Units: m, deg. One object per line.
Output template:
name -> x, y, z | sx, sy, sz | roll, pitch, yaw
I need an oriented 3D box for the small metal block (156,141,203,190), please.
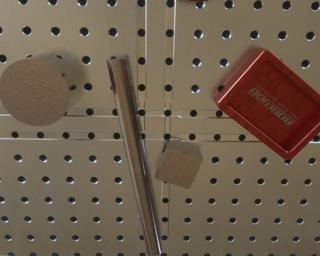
small metal block -> 0.026, 0.052, 0.433 | 0.050, 0.025, 0.050 | 19, 109, -7

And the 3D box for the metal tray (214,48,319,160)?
metal tray -> 0.148, -0.029, 0.402 | 0.130, 0.030, 0.090 | 36, 106, -13

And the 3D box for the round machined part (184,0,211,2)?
round machined part -> 0.041, -0.189, 0.335 | 0.099, 0.042, 0.097 | 0, 110, -1

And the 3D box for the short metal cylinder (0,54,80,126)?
short metal cylinder -> -0.145, -0.048, 0.380 | 0.081, 0.050, 0.079 | 0, 110, -1

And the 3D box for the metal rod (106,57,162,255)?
metal rod -> -0.031, 0.053, 0.432 | 0.025, 0.025, 0.298 | -8, 110, 2
